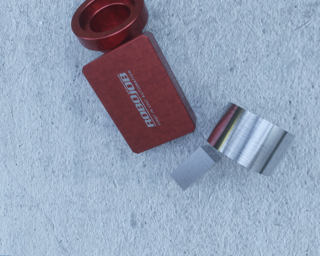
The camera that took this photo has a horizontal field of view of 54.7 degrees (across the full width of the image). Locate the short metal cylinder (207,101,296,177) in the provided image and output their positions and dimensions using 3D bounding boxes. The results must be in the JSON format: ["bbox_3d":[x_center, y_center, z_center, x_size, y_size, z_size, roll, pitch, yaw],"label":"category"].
[{"bbox_3d":[0.100,0.011,0.344,0.080,0.080,0.050,31,100,17],"label":"short metal cylinder"}]

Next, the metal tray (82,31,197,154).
[{"bbox_3d":[-0.022,-0.040,0.383,0.090,0.030,0.130,-23,111,18],"label":"metal tray"}]

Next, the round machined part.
[{"bbox_3d":[-0.062,-0.136,0.406,0.098,0.042,0.098,-8,56,13],"label":"round machined part"}]

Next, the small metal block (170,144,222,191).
[{"bbox_3d":[0.045,0.047,0.379,0.050,0.050,0.025,-45,76,14],"label":"small metal block"}]
